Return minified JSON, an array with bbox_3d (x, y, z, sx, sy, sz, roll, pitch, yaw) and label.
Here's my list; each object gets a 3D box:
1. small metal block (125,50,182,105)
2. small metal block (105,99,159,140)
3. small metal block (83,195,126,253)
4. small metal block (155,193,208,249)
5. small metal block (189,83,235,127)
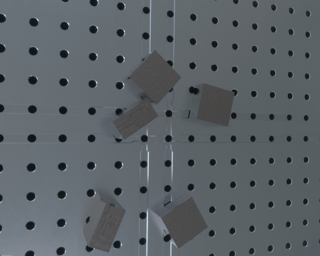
[{"bbox_3d":[-0.009,-0.065,0.409,0.050,0.025,0.050,44,76,-15],"label":"small metal block"},{"bbox_3d":[-0.036,-0.011,0.386,0.050,0.050,0.025,-35,102,-16],"label":"small metal block"},{"bbox_3d":[-0.068,0.113,0.374,0.025,0.050,0.050,25,82,-18],"label":"small metal block"},{"bbox_3d":[0.029,0.126,0.423,0.050,0.025,0.050,-31,100,-17],"label":"small metal block"},{"bbox_3d":[0.073,-0.031,0.439,0.050,0.025,0.050,13,86,-20],"label":"small metal block"}]
